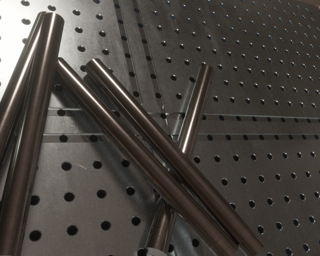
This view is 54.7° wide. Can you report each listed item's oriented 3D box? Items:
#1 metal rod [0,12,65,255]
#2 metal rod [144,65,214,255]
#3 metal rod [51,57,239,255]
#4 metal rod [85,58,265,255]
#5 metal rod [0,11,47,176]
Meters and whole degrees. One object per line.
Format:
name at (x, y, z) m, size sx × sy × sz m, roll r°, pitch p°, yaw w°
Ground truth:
metal rod at (-0.133, -0.001, 0.321) m, size 0.025 × 0.025 × 0.299 m, roll 12°, pitch 62°, yaw -22°
metal rod at (0.036, 0.019, 0.417) m, size 0.025 × 0.025 × 0.300 m, roll 28°, pitch 52°, yaw -11°
metal rod at (-0.029, 0.026, 0.355) m, size 0.300 × 0.025 × 0.025 m, roll 46°, pitch 50°, yaw 12°
metal rod at (0.007, 0.024, 0.371) m, size 0.025 × 0.025 × 0.300 m, roll -29°, pitch 70°, yaw -38°
metal rod at (-0.160, -0.021, 0.334) m, size 0.025 × 0.025 × 0.300 m, roll 17°, pitch 55°, yaw -19°
